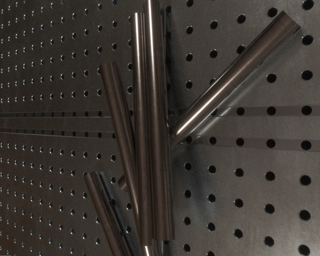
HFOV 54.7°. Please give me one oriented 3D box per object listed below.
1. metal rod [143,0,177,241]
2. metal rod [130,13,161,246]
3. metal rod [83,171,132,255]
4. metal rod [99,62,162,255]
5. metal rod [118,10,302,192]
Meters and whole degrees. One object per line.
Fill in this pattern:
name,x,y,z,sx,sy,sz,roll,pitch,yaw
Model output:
metal rod,-0.002,-0.021,0.381,0.025,0.025,0.299,-15,72,39
metal rod,-0.020,-0.009,0.397,0.025,0.025,0.299,-15,73,39
metal rod,-0.048,0.200,0.446,0.025,0.025,0.299,-40,66,32
metal rod,-0.033,0.064,0.403,0.025,0.025,0.298,-11,93,39
metal rod,0.039,-0.012,0.375,0.299,0.025,0.025,-46,63,29
